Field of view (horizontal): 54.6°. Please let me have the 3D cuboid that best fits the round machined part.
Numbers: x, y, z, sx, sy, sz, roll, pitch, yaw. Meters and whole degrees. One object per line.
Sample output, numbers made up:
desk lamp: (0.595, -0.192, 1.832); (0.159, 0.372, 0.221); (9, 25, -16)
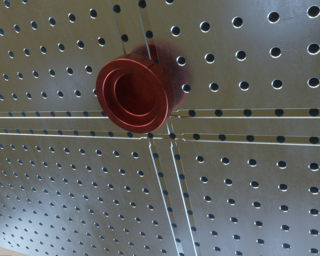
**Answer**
round machined part: (-0.027, -0.045, 0.387); (0.098, 0.042, 0.097); (13, 124, 21)
